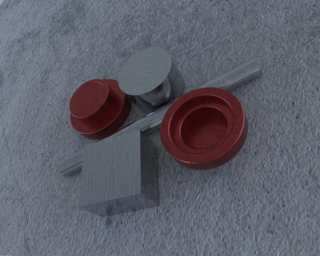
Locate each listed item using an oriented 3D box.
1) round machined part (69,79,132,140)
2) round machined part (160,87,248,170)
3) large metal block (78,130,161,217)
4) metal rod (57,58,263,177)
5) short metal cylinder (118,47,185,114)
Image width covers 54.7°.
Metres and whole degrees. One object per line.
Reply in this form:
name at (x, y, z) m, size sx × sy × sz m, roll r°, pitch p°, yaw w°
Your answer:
round machined part at (-0.096, -0.035, 0.466) m, size 0.098 × 0.042 × 0.098 m, roll -13°, pitch 56°, yaw 21°
round machined part at (0.054, 0.004, 0.363) m, size 0.098 × 0.042 × 0.098 m, roll -13°, pitch 56°, yaw 21°
large metal block at (-0.048, 0.057, 0.380) m, size 0.080 × 0.050 × 0.080 m, roll -16°, pitch 55°, yaw 19°
metal rod at (-0.008, -0.009, 0.416) m, size 0.300 × 0.025 × 0.025 m, roll -28°, pitch 52°, yaw 10°
short metal cylinder at (-0.011, -0.066, 0.435) m, size 0.080 × 0.050 × 0.080 m, roll -13°, pitch 56°, yaw 21°
